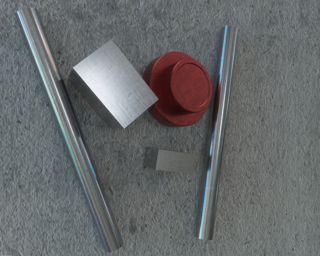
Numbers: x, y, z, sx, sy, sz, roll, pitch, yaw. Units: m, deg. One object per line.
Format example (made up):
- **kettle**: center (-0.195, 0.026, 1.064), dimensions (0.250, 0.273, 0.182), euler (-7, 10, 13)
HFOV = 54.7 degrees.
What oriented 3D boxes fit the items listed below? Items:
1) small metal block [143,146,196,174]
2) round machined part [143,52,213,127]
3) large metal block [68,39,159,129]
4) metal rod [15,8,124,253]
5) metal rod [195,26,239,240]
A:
- **small metal block**: center (0.011, 0.041, 0.401), dimensions (0.050, 0.050, 0.025), euler (10, 87, -20)
- **round machined part**: center (0.029, -0.051, 0.398), dimensions (0.099, 0.042, 0.097), euler (5, 82, -35)
- **large metal block**: center (-0.058, -0.046, 0.359), dimensions (0.050, 0.080, 0.080), euler (-42, 104, -15)
- **metal rod**: center (-0.105, 0.008, 0.370), dimensions (0.025, 0.025, 0.298), euler (-21, 97, -19)
- **metal rod**: center (0.081, 0.005, 0.440), dimensions (0.025, 0.025, 0.298), euler (9, 87, -20)
